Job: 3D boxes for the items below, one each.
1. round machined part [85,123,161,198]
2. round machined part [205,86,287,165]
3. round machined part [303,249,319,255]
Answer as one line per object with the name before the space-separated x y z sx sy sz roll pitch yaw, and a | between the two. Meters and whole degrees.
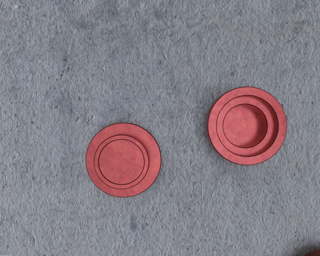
round machined part | -0.047 0.042 0.401 0.099 0.042 0.097 0 90 0
round machined part | 0.108 -0.003 0.402 0.099 0.042 0.097 0 90 0
round machined part | 0.216 0.204 0.403 0.099 0.042 0.097 0 90 0
